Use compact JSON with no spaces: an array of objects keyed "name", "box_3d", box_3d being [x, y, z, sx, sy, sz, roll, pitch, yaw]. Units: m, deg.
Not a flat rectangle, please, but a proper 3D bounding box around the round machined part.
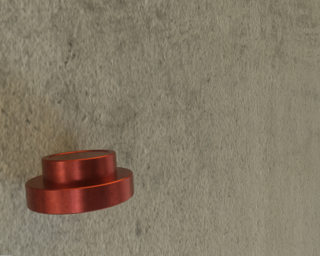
[{"name":"round machined part","box_3d":[-0.075,0.046,0.295,0.099,0.098,0.042,-6,94,-40]}]
